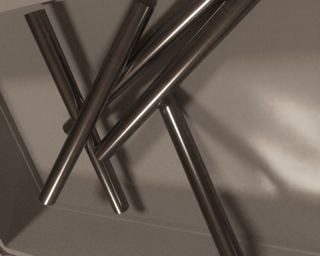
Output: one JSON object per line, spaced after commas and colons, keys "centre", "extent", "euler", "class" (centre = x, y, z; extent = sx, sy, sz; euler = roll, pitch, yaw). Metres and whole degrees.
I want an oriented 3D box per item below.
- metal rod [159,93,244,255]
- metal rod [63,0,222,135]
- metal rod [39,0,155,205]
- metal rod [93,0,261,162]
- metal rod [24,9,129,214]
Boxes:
{"centre": [0.061, 0.096, 0.356], "extent": [0.025, 0.025, 0.299], "euler": [-30, 77, 37], "class": "metal rod"}
{"centre": [-0.042, -0.066, 0.388], "extent": [0.299, 0.025, 0.025], "euler": [-35, 99, 38], "class": "metal rod"}
{"centre": [-0.089, -0.016, 0.390], "extent": [0.025, 0.025, 0.298], "euler": [34, 112, 6], "class": "metal rod"}
{"centre": [0.011, -0.054, 0.344], "extent": [0.025, 0.025, 0.299], "euler": [44, 121, -3], "class": "metal rod"}
{"centre": [-0.105, -0.007, 0.423], "extent": [0.025, 0.025, 0.298], "euler": [-6, 115, 30], "class": "metal rod"}
